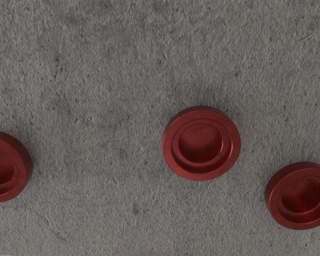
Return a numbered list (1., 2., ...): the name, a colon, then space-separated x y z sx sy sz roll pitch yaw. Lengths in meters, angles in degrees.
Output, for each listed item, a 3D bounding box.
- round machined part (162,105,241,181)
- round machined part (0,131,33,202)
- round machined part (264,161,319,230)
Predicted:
1. round machined part: 0.052 0.017 0.407 0.099 0.042 0.097 0 110 0
2. round machined part: -0.220 0.047 0.416 0.099 0.042 0.097 0 110 0
3. round machined part: 0.196 0.090 0.436 0.099 0.042 0.097 0 110 0
